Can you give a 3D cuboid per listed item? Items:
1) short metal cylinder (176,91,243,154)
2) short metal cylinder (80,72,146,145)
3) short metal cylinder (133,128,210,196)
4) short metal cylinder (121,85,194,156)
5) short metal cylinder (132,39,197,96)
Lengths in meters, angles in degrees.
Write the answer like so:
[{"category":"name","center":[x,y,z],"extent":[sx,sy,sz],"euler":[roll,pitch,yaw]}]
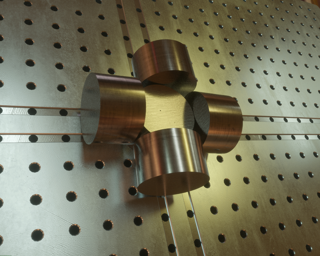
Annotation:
[{"category":"short metal cylinder","center":[0.063,-0.006,0.411],"extent":[0.050,0.080,0.080],"euler":[4,60,-27]},{"category":"short metal cylinder","center":[-0.056,-0.021,0.355],"extent":[0.050,0.080,0.080],"euler":[2,61,-28]},{"category":"short metal cylinder","center":[0.012,0.041,0.353],"extent":[0.081,0.080,0.050],"euler":[6,59,-25]},{"category":"short metal cylinder","center":[-0.004,-0.008,0.395],"extent":[0.081,0.050,0.080],"euler":[14,55,-22]},{"category":"short metal cylinder","center":[0.005,-0.073,0.419],"extent":[0.081,0.080,0.050],"euler":[3,60,-27]}]
